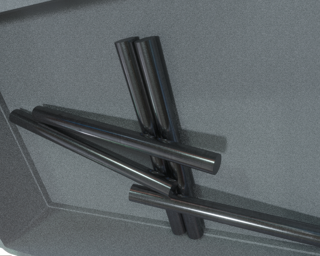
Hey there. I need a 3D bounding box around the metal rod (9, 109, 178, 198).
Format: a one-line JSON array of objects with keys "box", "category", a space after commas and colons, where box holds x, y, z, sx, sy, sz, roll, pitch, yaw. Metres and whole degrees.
[{"box": [-0.113, 0.030, 0.467, 0.301, 0.025, 0.025, 21, 127, 21], "category": "metal rod"}]

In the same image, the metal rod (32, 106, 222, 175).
[{"box": [-0.064, 0.009, 0.419, 0.300, 0.025, 0.025, 14, 125, 28], "category": "metal rod"}]

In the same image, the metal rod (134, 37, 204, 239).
[{"box": [0.019, 0.031, 0.413, 0.025, 0.025, 0.298, -1, 118, 28], "category": "metal rod"}]

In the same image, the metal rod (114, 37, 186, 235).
[{"box": [-0.005, 0.028, 0.423, 0.025, 0.025, 0.298, -1, 118, 28], "category": "metal rod"}]

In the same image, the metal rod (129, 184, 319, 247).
[{"box": [0.103, 0.116, 0.401, 0.301, 0.025, 0.025, 10, 123, 16], "category": "metal rod"}]
